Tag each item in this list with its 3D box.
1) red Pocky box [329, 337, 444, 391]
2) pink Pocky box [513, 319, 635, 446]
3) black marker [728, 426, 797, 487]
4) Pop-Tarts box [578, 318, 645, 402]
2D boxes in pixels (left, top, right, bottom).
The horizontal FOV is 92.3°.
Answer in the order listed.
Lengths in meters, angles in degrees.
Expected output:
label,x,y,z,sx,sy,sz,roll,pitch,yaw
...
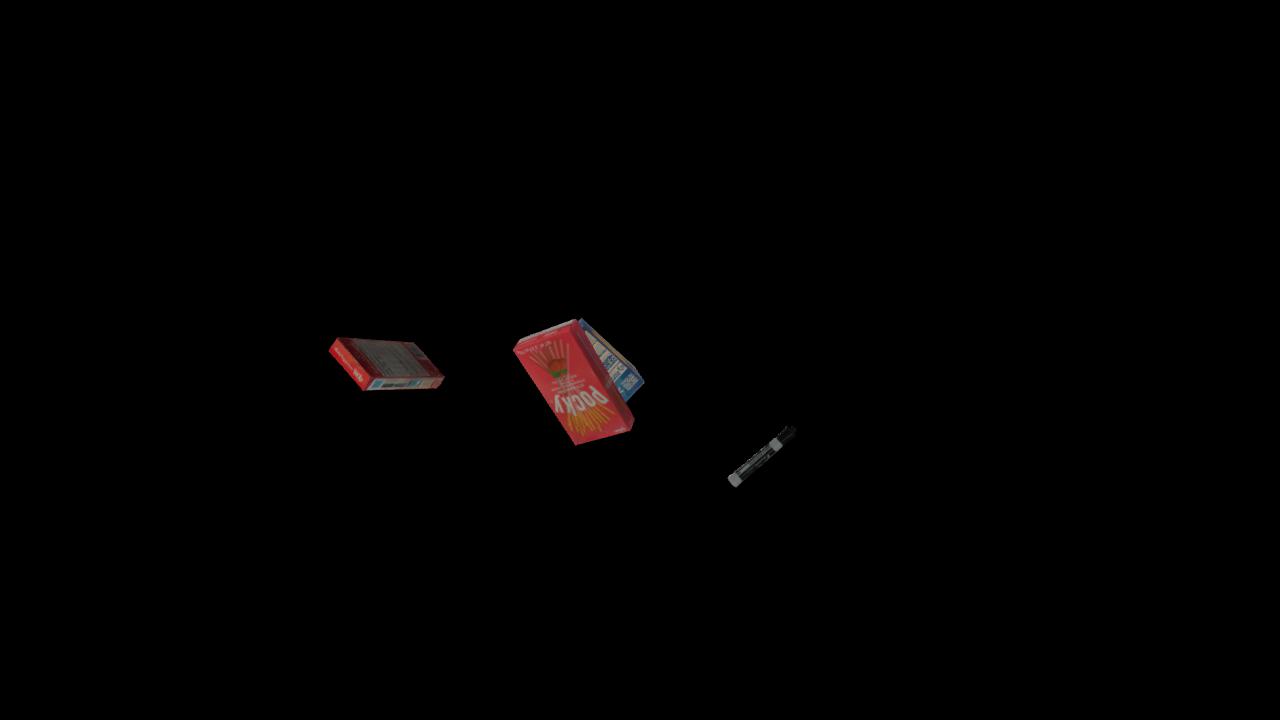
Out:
label,x,y,z,sx,sy,sz,roll,pitch,yaw
red Pocky box,-0.357,0.007,0.878,0.083,0.028,0.155,45,12,15
pink Pocky box,-0.078,0.031,0.744,0.084,0.155,0.029,-17,26,25
black marker,0.177,0.138,0.885,0.121,0.020,0.020,-43,-8,9
Pop-Tarts box,-0.077,0.007,1.078,0.141,0.083,0.167,43,2,-11
